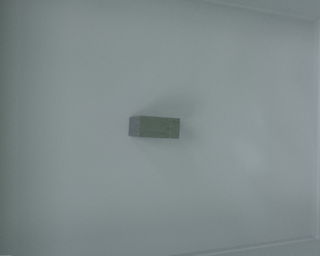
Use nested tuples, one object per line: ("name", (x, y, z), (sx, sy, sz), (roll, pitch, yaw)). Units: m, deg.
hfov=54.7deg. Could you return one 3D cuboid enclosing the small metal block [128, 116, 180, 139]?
("small metal block", (-0.008, -0.001, 0.391), (0.050, 0.050, 0.025), (3, 89, -20))
